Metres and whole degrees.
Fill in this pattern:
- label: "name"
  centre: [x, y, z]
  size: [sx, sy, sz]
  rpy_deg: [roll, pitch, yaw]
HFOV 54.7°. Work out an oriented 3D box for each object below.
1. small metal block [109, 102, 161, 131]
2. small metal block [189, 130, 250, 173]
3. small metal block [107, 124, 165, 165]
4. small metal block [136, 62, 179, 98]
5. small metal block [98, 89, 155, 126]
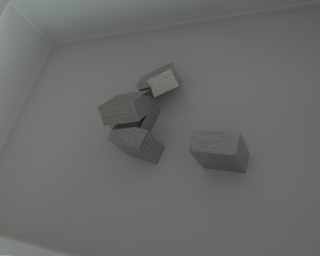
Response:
- label: "small metal block"
  centre: [-0.035, -0.013, 0.430]
  size: [0.050, 0.025, 0.050]
  rpy_deg: [13, 68, 33]
- label: "small metal block"
  centre: [0.066, 0.026, 0.338]
  size: [0.050, 0.050, 0.025]
  rpy_deg: [3, 64, 29]
- label: "small metal block"
  centre: [-0.029, 0.020, 0.392]
  size: [0.050, 0.050, 0.025]
  rpy_deg: [14, 70, 33]
- label: "small metal block"
  centre: [-0.001, -0.065, 0.429]
  size: [0.050, 0.025, 0.050]
  rpy_deg: [-23, 18, 13]
- label: "small metal block"
  centre: [-0.042, -0.026, 0.394]
  size: [0.050, 0.025, 0.050]
  rpy_deg: [-7, 20, 24]
